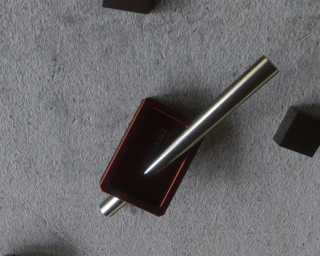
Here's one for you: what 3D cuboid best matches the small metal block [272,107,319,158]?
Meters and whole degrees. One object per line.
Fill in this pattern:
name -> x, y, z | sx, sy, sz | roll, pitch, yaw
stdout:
small metal block -> 0.189, 0.006, 0.415 | 0.050, 0.025, 0.050 | 19, 109, -8

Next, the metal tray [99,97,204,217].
metal tray -> -0.009, 0.036, 0.400 | 0.090, 0.030, 0.130 | 27, 90, -10

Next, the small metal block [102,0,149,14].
small metal block -> -0.036, -0.159, 0.351 | 0.050, 0.025, 0.050 | 8, 110, -4

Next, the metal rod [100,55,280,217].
metal rod -> 0.020, 0.025, 0.391 | 0.025, 0.025, 0.299 | 40, 116, -14
